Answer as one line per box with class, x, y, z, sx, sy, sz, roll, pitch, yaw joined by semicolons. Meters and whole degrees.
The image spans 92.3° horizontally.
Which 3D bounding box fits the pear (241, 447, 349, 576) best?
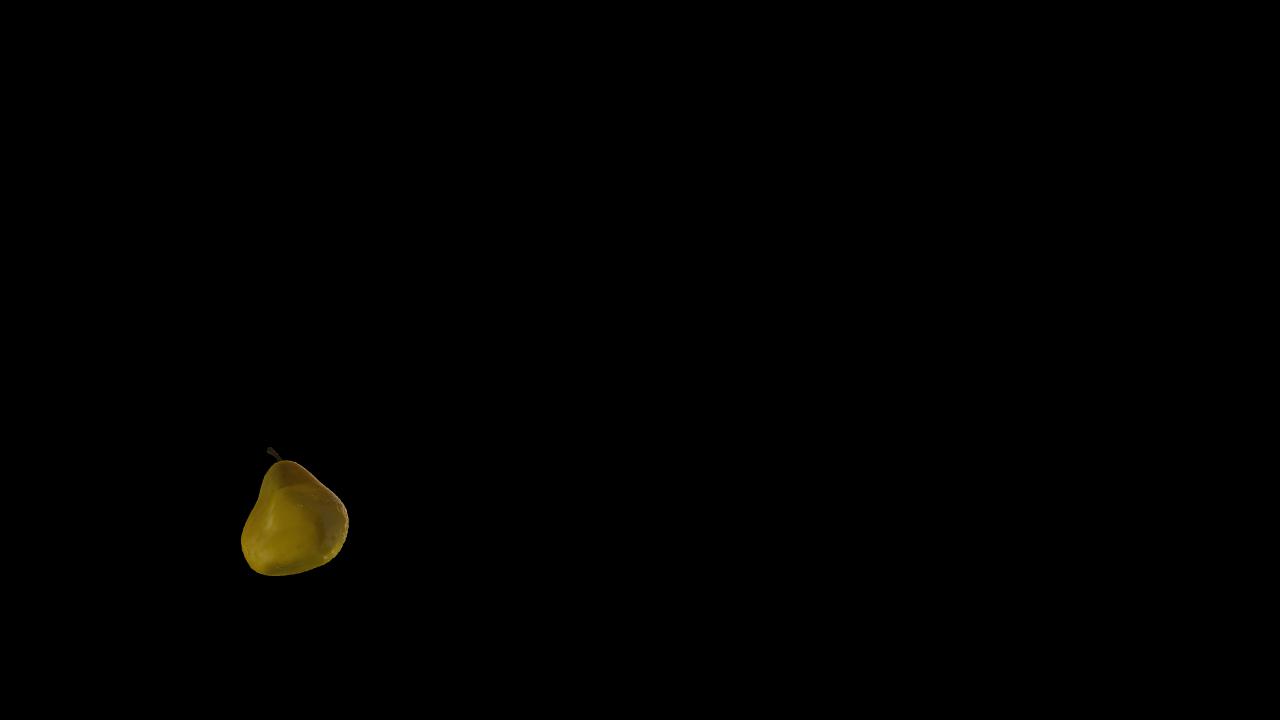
pear;-0.290;0.120;0.517;0.080;0.111;0.080;-14;-23;-6
